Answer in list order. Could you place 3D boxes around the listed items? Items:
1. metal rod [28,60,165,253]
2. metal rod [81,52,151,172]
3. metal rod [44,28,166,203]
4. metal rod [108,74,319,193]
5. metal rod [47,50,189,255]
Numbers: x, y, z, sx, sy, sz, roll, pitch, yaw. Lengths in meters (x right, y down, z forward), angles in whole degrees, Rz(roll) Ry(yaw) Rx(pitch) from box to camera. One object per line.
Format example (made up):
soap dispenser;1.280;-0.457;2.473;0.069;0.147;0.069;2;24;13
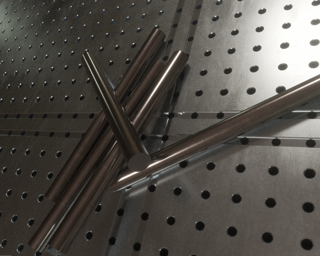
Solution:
metal rod;-0.078;0.029;0.429;0.025;0.025;0.300;23;74;36
metal rod;-0.074;-0.044;0.433;0.025;0.025;0.300;-37;39;3
metal rod;-0.074;-0.027;0.461;0.025;0.025;0.300;19;72;35
metal rod;0.071;0.006;0.366;0.301;0.025;0.025;-26;53;11
metal rod;-0.040;0.013;0.395;0.025;0.025;0.300;14;61;33
